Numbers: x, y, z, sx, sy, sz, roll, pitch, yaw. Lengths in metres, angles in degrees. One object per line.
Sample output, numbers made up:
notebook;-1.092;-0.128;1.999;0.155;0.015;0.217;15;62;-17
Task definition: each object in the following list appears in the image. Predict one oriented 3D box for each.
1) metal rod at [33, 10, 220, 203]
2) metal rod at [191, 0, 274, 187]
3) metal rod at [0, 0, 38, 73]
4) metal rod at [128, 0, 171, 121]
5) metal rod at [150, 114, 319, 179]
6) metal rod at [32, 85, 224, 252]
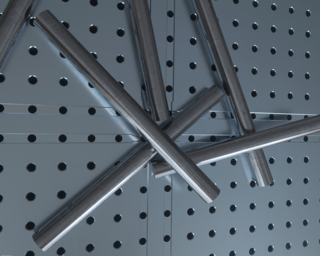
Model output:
metal rod;-0.035;-0.021;0.379;0.300;0.025;0.025;46;76;-7
metal rod;0.106;-0.055;0.451;0.025;0.025;0.299;-24;98;-18
metal rod;-0.194;-0.056;0.340;0.025;0.025;0.299;26;82;-18
metal rod;-0.027;-0.157;0.402;0.025;0.025;0.298;-13;94;-20
metal rod;0.134;0.018;0.435;0.302;0.025;0.025;-14;95;-10
metal rod;-0.029;0.041;0.401;0.301;0.025;0.025;-40;103;-16
